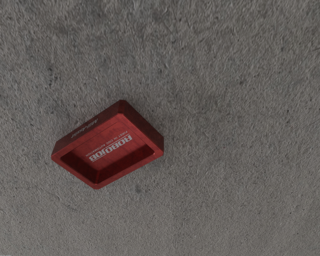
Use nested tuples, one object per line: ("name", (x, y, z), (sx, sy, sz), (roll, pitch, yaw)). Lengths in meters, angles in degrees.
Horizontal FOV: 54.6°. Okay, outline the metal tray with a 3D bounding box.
("metal tray", (-0.071, 0.028, 0.426), (0.130, 0.030, 0.090), (-30, 124, 23))
